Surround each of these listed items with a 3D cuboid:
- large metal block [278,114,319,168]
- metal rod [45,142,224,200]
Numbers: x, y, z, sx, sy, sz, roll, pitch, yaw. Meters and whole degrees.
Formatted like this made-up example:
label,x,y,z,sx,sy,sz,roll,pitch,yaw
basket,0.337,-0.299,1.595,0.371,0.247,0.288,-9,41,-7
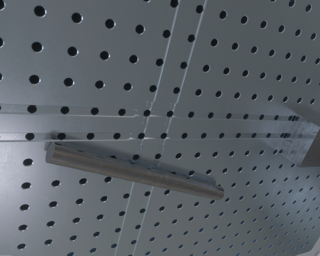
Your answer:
label,x,y,z,sx,sy,sz,roll,pitch,yaw
large metal block,0.277,0.023,0.561,0.081,0.050,0.079,2,118,-30
metal rod,-0.013,0.071,0.448,0.302,0.025,0.025,20,108,-36
